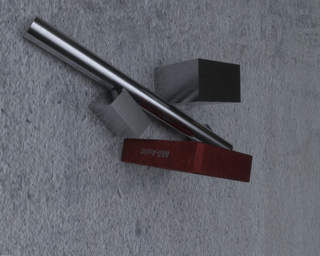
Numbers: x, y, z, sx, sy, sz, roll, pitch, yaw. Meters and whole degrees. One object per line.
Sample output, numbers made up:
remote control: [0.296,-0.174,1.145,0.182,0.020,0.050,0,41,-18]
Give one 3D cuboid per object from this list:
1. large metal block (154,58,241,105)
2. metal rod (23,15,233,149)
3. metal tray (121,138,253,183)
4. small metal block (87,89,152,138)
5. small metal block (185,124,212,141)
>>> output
large metal block: [0.049,-0.057,0.412,0.081,0.080,0.050,-3,92,-40]
metal rod: [-0.015,-0.033,0.378,0.301,0.025,0.025,31,71,-31]
metal tray: [0.028,0.036,0.363,0.091,0.130,0.030,16,80,-39]
small metal block: [-0.046,-0.016,0.352,0.050,0.050,0.025,52,59,-28]
small metal block: [0.063,0.029,0.462,0.050,0.025,0.050,49,61,-29]
